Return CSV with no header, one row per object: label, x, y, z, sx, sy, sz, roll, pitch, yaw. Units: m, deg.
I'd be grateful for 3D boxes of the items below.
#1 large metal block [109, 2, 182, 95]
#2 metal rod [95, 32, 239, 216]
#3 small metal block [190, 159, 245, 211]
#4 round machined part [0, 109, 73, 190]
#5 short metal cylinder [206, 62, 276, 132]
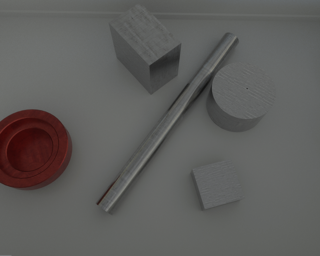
large metal block,-0.019,-0.104,0.418,0.050,0.080,0.080,-38,75,-13
metal rod,0.019,-0.017,0.415,0.025,0.025,0.300,34,73,11
small metal block,0.070,0.071,0.385,0.050,0.025,0.050,-14,71,-6
round machined part,-0.159,0.029,0.388,0.099,0.042,0.098,0,70,-1
short metal cylinder,0.105,-0.040,0.412,0.081,0.050,0.080,0,70,0
